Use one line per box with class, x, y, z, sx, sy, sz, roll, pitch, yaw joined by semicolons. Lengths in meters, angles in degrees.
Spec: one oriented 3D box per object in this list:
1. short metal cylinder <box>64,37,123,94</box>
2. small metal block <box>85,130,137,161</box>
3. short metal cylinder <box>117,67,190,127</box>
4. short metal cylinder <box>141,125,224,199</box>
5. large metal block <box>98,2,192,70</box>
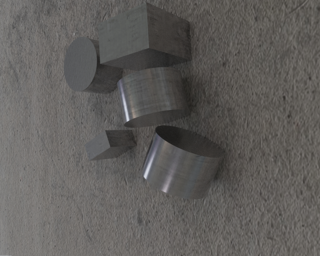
short metal cylinder;-0.102;-0.094;0.473;0.080;0.050;0.079;0;90;40
small metal block;-0.071;0.025;0.447;0.050;0.050;0.025;-32;71;35
short metal cylinder;-0.008;-0.035;0.376;0.080;0.081;0.050;-19;78;38
short metal cylinder;0.025;0.036;0.349;0.080;0.081;0.050;31;109;35
large metal block;-0.018;-0.106;0.384;0.080;0.081;0.050;-6;86;40
